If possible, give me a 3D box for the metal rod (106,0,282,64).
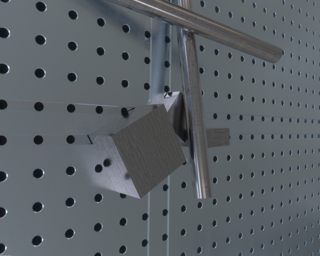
[{"bbox_3d":[0.040,-0.137,0.398,0.302,0.025,0.025,12,82,-26],"label":"metal rod"}]

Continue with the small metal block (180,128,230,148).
[{"bbox_3d":[0.065,0.013,0.448,0.050,0.050,0.025,-3,93,-40],"label":"small metal block"}]

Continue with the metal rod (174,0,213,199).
[{"bbox_3d":[0.042,-0.059,0.415,0.025,0.025,0.298,1,81,-40],"label":"metal rod"}]

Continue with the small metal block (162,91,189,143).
[{"bbox_3d":[0.023,-0.015,0.429,0.050,0.025,0.050,46,63,-30],"label":"small metal block"}]

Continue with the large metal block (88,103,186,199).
[{"bbox_3d":[-0.025,0.025,0.373,0.081,0.050,0.080,-35,112,-35],"label":"large metal block"}]
